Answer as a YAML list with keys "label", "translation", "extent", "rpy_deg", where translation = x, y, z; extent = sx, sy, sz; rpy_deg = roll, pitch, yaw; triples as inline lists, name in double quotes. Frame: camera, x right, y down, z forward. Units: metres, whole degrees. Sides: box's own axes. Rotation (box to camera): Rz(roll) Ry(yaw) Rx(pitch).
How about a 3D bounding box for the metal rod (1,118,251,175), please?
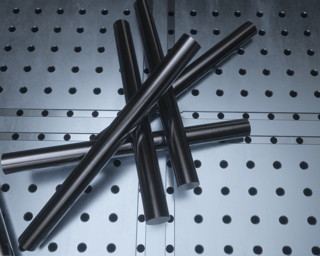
- label: "metal rod"
  translation: [-0.032, 0.020, 0.385]
  extent: [0.302, 0.025, 0.025]
  rpy_deg: [-8, 70, -11]

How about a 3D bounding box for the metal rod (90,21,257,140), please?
- label: "metal rod"
  translation: [0.022, -0.058, 0.433]
  extent: [0.301, 0.025, 0.025]
  rpy_deg: [-39, 75, -13]

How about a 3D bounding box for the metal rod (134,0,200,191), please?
- label: "metal rod"
  translation: [0.001, -0.064, 0.409]
  extent: [0.025, 0.025, 0.299]
  rpy_deg: [-11, 61, -4]

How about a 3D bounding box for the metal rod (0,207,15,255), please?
- label: "metal rod"
  translation: [-0.193, 0.126, 0.364]
  extent: [0.025, 0.025, 0.299]
  rpy_deg: [-24, 72, -9]

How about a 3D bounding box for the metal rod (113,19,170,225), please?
- label: "metal rod"
  translation: [-0.030, -0.031, 0.388]
  extent: [0.025, 0.025, 0.299]
  rpy_deg: [-10, 57, -4]

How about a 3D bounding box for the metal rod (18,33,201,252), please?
- label: "metal rod"
  translation: [-0.060, 0.020, 0.350]
  extent: [0.025, 0.025, 0.299]
  rpy_deg: [41, 95, 13]
